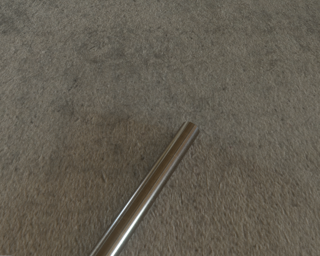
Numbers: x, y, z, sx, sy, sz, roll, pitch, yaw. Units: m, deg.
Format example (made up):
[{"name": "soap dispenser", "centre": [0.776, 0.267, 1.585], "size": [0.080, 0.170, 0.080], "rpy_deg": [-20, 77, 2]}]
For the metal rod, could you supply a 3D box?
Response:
[{"name": "metal rod", "centre": [-0.036, 0.100, 0.318], "size": [0.025, 0.025, 0.301], "rpy_deg": [25, 54, 19]}]
